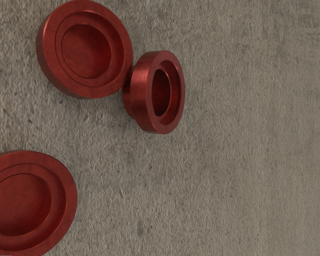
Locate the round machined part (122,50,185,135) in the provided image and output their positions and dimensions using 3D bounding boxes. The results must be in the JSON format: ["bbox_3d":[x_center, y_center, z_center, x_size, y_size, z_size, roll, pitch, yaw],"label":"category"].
[{"bbox_3d":[-0.009,-0.042,0.372,0.099,0.042,0.097,-13,105,-60],"label":"round machined part"}]

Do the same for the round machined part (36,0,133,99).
[{"bbox_3d":[-0.081,-0.079,0.326,0.099,0.042,0.097,0,90,-40],"label":"round machined part"}]

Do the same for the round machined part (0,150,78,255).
[{"bbox_3d":[-0.131,0.068,0.284,0.099,0.042,0.097,0,90,-40],"label":"round machined part"}]
